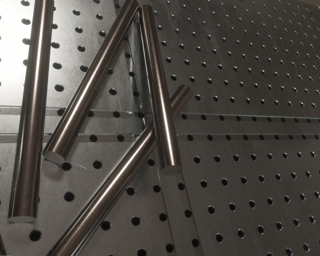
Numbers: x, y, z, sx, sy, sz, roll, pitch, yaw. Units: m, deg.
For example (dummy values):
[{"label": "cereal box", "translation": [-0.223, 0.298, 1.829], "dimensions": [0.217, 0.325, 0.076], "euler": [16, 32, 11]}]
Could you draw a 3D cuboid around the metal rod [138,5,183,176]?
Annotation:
[{"label": "metal rod", "translation": [-0.006, -0.074, 0.429], "dimensions": [0.025, 0.025, 0.299], "euler": [9, 51, -24]}]

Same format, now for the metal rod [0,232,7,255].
[{"label": "metal rod", "translation": [-0.204, -0.005, 0.301], "dimensions": [0.025, 0.025, 0.299], "euler": [-16, 70, -35]}]

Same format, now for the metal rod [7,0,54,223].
[{"label": "metal rod", "translation": [-0.144, -0.046, 0.358], "dimensions": [0.025, 0.025, 0.299], "euler": [7, 58, -25]}]

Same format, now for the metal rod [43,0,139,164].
[{"label": "metal rod", "translation": [-0.080, -0.085, 0.418], "dimensions": [0.025, 0.025, 0.300], "euler": [26, 52, -13]}]

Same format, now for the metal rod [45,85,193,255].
[{"label": "metal rod", "translation": [-0.032, 0.040, 0.367], "dimensions": [0.025, 0.025, 0.301], "euler": [39, 51, -3]}]
